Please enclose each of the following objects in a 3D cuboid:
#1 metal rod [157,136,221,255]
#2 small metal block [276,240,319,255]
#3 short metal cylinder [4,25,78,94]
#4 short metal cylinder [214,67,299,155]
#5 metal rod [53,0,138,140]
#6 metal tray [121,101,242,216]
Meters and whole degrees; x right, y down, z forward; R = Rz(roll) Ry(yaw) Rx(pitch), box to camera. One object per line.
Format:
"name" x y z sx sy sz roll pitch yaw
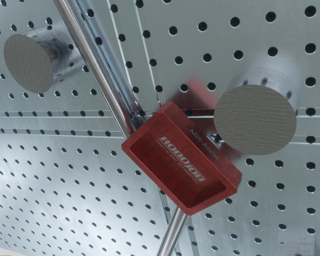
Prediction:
"metal rod" 0.032 0.134 0.475 0.025 0.025 0.298 25 127 12
"small metal block" 0.194 0.183 0.422 0.050 0.025 0.050 -21 107 35
"short metal cylinder" -0.160 -0.093 0.420 0.080 0.050 0.079 13 124 20
"short metal cylinder" 0.103 -0.018 0.329 0.080 0.050 0.079 13 124 20
"metal rod" -0.095 -0.111 0.390 0.025 0.025 0.299 -12 112 33
"metal tray" 0.025 0.041 0.385 0.130 0.030 0.090 46 129 -4
